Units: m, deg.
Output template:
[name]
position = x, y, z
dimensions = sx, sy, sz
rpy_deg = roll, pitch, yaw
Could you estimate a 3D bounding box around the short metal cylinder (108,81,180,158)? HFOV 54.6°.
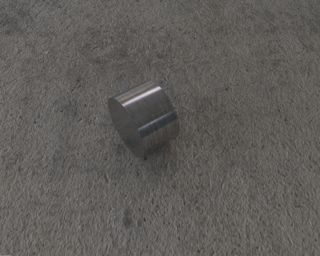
[short metal cylinder]
position = -0.021, -0.011, 0.377
dimensions = 0.050, 0.080, 0.080
rpy_deg = -29, 56, -22
